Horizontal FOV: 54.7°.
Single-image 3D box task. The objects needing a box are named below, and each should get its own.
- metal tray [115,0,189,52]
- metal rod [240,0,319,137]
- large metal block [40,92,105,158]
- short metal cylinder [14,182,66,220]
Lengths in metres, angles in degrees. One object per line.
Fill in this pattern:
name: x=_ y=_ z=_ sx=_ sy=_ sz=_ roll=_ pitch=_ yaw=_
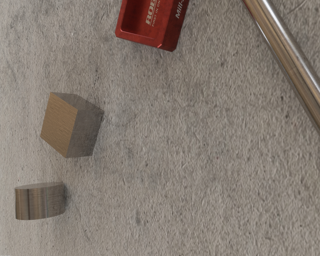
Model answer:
metal tray: x=-0.005 y=-0.174 z=0.404 sx=0.090 sy=0.030 sz=0.129 roll=25 pitch=106 yaw=36
metal rod: x=0.112 y=-0.101 z=0.311 sx=0.025 sy=0.025 sz=0.299 roll=-35 pitch=69 yaw=34
large metal block: x=-0.145 y=-0.006 z=0.505 sx=0.080 sy=0.050 sz=0.079 roll=29 pitch=108 yaw=36
short metal cylinder: x=-0.207 y=0.124 z=0.537 sx=0.080 sy=0.081 sz=0.050 roll=-6 pitch=86 yaw=39
